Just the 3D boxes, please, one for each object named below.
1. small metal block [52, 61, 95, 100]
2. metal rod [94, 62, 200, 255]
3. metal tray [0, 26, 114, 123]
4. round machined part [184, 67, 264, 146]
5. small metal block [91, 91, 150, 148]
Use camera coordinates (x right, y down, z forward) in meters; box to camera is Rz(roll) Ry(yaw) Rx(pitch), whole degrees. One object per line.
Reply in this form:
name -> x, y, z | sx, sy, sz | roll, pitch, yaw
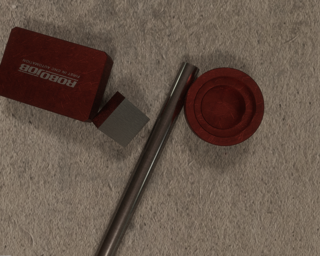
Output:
small metal block -> -0.113, -0.061, 0.408 | 0.050, 0.025, 0.050 | 0, 90, 0
metal rod -> -0.021, 0.054, 0.409 | 0.025, 0.025, 0.299 | 25, 90, -1
metal tray -> -0.136, -0.067, 0.398 | 0.131, 0.030, 0.090 | 17, 90, 6
round machined part -> 0.080, -0.026, 0.402 | 0.099, 0.042, 0.097 | 0, 90, -1
small metal block -> -0.050, -0.010, 0.396 | 0.050, 0.025, 0.050 | -49, 130, 0
